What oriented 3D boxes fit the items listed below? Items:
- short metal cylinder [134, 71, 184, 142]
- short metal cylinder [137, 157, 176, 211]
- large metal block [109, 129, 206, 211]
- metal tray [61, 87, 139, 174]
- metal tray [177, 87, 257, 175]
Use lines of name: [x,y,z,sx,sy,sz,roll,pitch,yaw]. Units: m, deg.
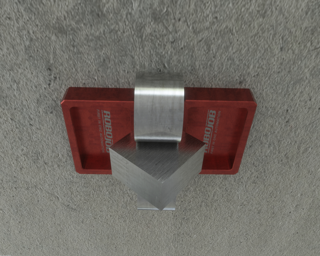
short metal cylinder: [-0.002,-0.024,0.352,0.050,0.080,0.079,2,130,-2]
short metal cylinder: [-0.005,0.075,0.436,0.050,0.080,0.079,2,130,-2]
large metal block: [-0.003,0.039,0.379,0.080,0.080,0.050,30,138,28]
metal tray: [-0.073,0.008,0.412,0.091,0.030,0.129,1,130,-1]
metal tray: [0.068,0.008,0.414,0.091,0.030,0.129,1,130,-1]
